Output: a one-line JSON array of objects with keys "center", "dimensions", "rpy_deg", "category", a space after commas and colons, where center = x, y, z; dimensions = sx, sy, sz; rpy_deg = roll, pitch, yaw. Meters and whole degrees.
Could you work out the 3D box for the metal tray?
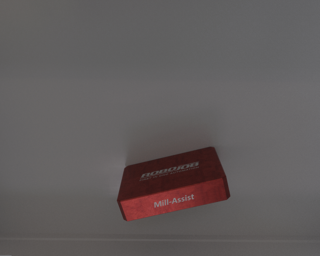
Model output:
[{"center": [0.016, 0.069, 0.401], "dimensions": [0.131, 0.090, 0.030], "rpy_deg": [-13, 110, 5], "category": "metal tray"}]
